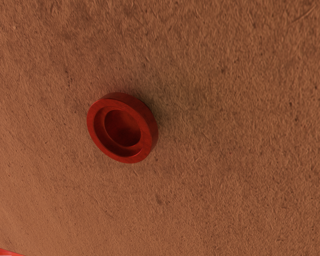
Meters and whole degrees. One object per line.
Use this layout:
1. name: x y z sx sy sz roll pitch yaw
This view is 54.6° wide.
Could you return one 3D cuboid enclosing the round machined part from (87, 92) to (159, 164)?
1. round machined part: -0.046 -0.004 0.418 0.098 0.042 0.097 13 124 21
